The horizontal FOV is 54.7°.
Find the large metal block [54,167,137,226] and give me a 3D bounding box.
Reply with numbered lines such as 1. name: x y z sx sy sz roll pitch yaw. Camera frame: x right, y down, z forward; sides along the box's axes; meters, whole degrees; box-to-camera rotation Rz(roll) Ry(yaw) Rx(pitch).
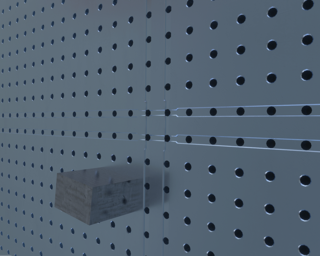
1. large metal block: -0.092 0.094 0.447 0.080 0.081 0.050 10 96 39
